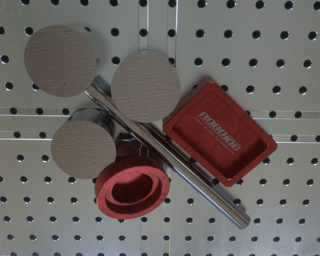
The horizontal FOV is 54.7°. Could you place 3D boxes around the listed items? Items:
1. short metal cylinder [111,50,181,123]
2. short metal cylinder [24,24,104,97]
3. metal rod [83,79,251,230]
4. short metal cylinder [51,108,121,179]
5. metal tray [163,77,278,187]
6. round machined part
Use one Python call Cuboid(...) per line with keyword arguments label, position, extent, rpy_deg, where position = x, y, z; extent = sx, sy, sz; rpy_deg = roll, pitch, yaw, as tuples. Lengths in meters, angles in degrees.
Cuboid(label="short metal cylinder", position=(-0.016, -0.052, 0.380), extent=(0.081, 0.050, 0.079), rpy_deg=(0, 110, 0))
Cuboid(label="short metal cylinder", position=(-0.111, -0.082, 0.369), extent=(0.081, 0.050, 0.079), rpy_deg=(0, 110, 0))
Cuboid(label="metal rod", position=(0.019, 0.044, 0.430), extent=(0.300, 0.025, 0.025), rpy_deg=(42, 105, -14))
Cuboid(label="short metal cylinder", position=(-0.094, 0.020, 0.406), extent=(0.081, 0.050, 0.079), rpy_deg=(0, 110, 0))
Cuboid(label="metal tray", position=(0.078, 0.008, 0.413), extent=(0.130, 0.030, 0.090), rpy_deg=(42, 105, -14))
Cuboid(label="round machined part", position=(-0.039, 0.075, 0.420), extent=(0.099, 0.042, 0.097), rpy_deg=(-11, 127, -15))
